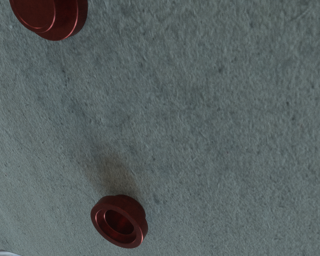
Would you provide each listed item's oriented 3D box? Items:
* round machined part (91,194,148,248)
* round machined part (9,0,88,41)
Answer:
[{"bbox_3d":[-0.064,0.151,0.521,0.098,0.042,0.097,13,124,20],"label":"round machined part"},{"bbox_3d":[-0.140,-0.153,0.373,0.098,0.042,0.097,13,124,20],"label":"round machined part"}]
